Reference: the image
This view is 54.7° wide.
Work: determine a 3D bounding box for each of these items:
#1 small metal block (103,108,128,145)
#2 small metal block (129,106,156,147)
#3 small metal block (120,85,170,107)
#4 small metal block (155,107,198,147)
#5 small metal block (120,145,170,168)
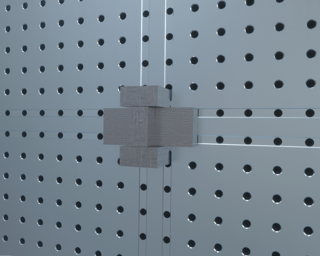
[{"bbox_3d":[-0.050,-0.002,0.429,0.050,0.025,0.050,1,90,19],"label":"small metal block"},{"bbox_3d":[-0.018,-0.002,0.404,0.025,0.050,0.050,1,90,20],"label":"small metal block"},{"bbox_3d":[-0.018,-0.039,0.404,0.050,0.050,0.025,1,91,19],"label":"small metal block"},{"bbox_3d":[0.022,-0.001,0.404,0.050,0.025,0.050,1,90,19],"label":"small metal block"},{"bbox_3d":[-0.019,0.036,0.405,0.050,0.050,0.025,1,91,19],"label":"small metal block"}]
